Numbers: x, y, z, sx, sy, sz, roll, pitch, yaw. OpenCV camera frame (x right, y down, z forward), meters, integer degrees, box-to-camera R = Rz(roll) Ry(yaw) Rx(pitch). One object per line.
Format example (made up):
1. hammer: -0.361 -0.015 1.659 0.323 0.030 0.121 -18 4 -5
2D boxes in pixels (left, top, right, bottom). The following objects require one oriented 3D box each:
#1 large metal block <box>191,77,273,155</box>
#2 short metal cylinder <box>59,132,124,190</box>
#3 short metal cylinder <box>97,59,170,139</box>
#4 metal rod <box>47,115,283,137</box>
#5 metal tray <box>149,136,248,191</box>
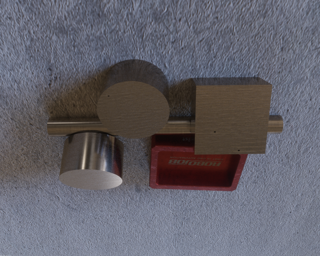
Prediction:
1. large metal block: 0.079 -0.016 0.363 0.081 0.050 0.079 -1 109 0
2. short metal cylinder: -0.090 0.047 0.415 0.081 0.050 0.080 -1 151 0
3. short metal cylinder: -0.029 -0.034 0.363 0.081 0.050 0.079 0 130 0
4. metal rod: 0.007 -0.003 0.408 0.302 0.025 0.025 -1 130 0
5. metal tray: 0.052 0.050 0.447 0.131 0.030 0.089 2 130 -3
